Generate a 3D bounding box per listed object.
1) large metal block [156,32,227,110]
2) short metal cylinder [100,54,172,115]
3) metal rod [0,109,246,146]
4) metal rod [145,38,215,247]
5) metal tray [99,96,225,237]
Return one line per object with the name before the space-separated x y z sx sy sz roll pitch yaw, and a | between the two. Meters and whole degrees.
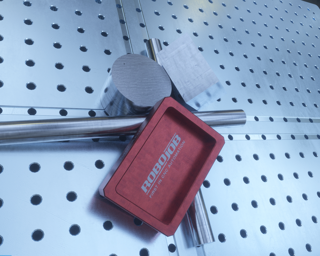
large metal block | 0.047 -0.075 0.438 0.080 0.050 0.080 60 14 14
short metal cylinder | -0.032 -0.049 0.404 0.081 0.050 0.080 14 56 -21
metal rod | -0.027 -0.004 0.375 0.303 0.025 0.025 -4 64 -22
metal rod | 0.020 0.001 0.418 0.025 0.025 0.299 1 62 -28
metal tray | 0.005 0.041 0.349 0.090 0.030 0.130 37 71 -12
